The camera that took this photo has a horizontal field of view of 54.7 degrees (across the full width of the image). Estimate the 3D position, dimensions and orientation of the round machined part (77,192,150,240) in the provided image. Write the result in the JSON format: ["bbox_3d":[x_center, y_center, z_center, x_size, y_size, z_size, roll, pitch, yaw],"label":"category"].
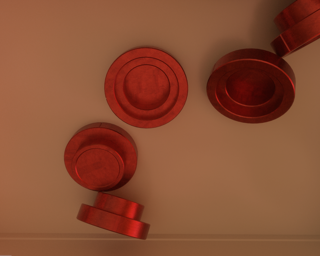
[{"bbox_3d":[-0.060,0.118,0.425,0.099,0.098,0.042,20,73,-8],"label":"round machined part"}]

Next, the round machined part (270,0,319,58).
[{"bbox_3d":[0.164,-0.119,0.335,0.098,0.098,0.042,-29,88,10],"label":"round machined part"}]

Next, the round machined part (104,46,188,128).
[{"bbox_3d":[-0.016,-0.052,0.383,0.099,0.042,0.097,0,110,-1],"label":"round machined part"}]

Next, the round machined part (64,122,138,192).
[{"bbox_3d":[-0.080,0.045,0.418,0.099,0.042,0.097,0,110,-1],"label":"round machined part"}]

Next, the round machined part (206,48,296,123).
[{"bbox_3d":[0.108,-0.054,0.368,0.098,0.042,0.097,13,141,11],"label":"round machined part"}]
